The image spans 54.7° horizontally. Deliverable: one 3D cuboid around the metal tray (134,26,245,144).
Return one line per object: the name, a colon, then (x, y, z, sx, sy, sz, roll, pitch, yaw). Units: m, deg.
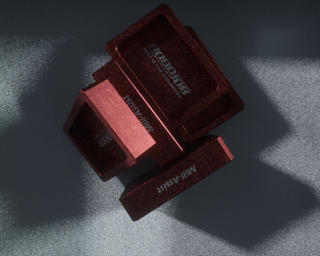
metal tray: (0.037, -0.055, 0.409, 0.090, 0.030, 0.130, -34, 89, 1)

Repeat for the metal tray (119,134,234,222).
metal tray: (0.018, 0.055, 0.378, 0.130, 0.090, 0.030, -32, 90, 0)

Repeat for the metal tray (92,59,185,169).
metal tray: (-0.024, -0.015, 0.376, 0.030, 0.090, 0.130, -37, 90, 0)

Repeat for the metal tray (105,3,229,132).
metal tray: (0.008, -0.071, 0.377, 0.090, 0.030, 0.130, -36, 90, 0)

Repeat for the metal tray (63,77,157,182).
metal tray: (-0.065, 0.010, 0.358, 0.030, 0.129, 0.090, -37, 91, -31)
